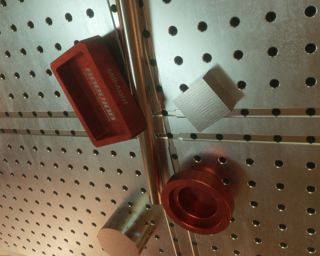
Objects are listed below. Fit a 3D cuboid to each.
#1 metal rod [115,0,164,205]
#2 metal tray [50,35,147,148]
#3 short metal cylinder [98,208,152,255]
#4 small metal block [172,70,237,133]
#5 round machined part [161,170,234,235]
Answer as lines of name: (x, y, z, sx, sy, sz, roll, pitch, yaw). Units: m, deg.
metal rod: (-0.021, -0.020, 0.408, 0.025, 0.025, 0.298, 7, 122, 24)
metal tray: (-0.081, -0.042, 0.403, 0.090, 0.030, 0.129, -15, 106, 46)
short metal cylinder: (-0.061, 0.187, 0.541, 0.080, 0.050, 0.079, 13, 124, 20)
small metal block: (0.052, -0.030, 0.364, 0.050, 0.025, 0.050, 48, 128, -6)
round machined part: (0.055, 0.097, 0.431, 0.098, 0.042, 0.097, 13, 124, 20)
